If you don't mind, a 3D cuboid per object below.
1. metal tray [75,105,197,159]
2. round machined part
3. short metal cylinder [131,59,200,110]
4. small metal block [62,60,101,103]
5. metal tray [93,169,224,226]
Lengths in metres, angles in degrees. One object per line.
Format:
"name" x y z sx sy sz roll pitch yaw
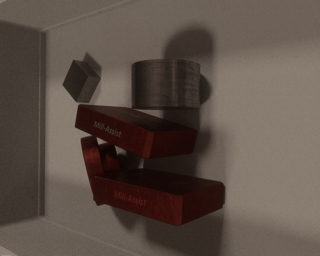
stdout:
"metal tray" -0.032 0.001 0.388 0.130 0.091 0.030 19 102 38
"round machined part" -0.079 0.056 0.437 0.098 0.042 0.097 167 89 -79
"short metal cylinder" 0.007 -0.048 0.364 0.080 0.081 0.050 0 90 39
"small metal block" -0.130 -0.077 0.511 0.050 0.025 0.050 46 117 29
"metal tray" -0.004 0.075 0.365 0.130 0.091 0.030 4 92 39
